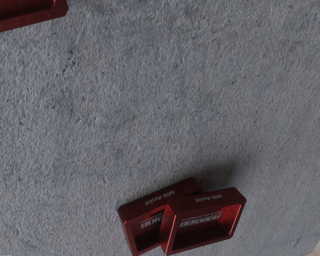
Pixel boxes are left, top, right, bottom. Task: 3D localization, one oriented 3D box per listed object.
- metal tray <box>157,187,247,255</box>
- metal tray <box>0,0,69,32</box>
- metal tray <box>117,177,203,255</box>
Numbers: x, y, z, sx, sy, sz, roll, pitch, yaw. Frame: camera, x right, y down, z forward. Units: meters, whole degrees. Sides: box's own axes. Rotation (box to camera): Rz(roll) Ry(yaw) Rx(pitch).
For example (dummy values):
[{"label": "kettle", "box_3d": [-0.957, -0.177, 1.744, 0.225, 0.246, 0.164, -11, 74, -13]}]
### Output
[{"label": "metal tray", "box_3d": [0.067, 0.146, 0.490, 0.131, 0.030, 0.089, -4, 120, -27]}, {"label": "metal tray", "box_3d": [-0.151, -0.122, 0.245, 0.131, 0.030, 0.089, -21, 127, -16]}, {"label": "metal tray", "box_3d": [0.006, 0.142, 0.493, 0.131, 0.030, 0.089, -20, 126, -17]}]
